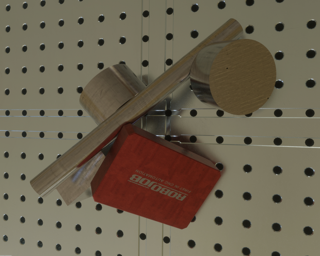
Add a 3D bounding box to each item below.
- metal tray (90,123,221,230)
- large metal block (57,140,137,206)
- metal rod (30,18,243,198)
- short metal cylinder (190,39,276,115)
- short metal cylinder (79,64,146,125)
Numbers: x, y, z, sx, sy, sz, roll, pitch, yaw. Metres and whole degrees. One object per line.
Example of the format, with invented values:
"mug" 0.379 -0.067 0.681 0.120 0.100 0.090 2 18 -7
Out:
"metal tray" -0.003 0.061 0.368 0.131 0.030 0.090 26 101 -25
"large metal block" -0.085 0.051 0.412 0.080 0.080 0.050 -41 77 15
"metal rod" -0.021 -0.028 0.362 0.301 0.025 0.025 -40 77 -7
"short metal cylinder" 0.081 -0.058 0.349 0.081 0.050 0.079 -4 104 -17
"short metal cylinder" -0.055 -0.036 0.402 0.080 0.080 0.050 -45 76 14
